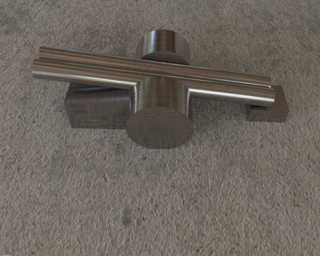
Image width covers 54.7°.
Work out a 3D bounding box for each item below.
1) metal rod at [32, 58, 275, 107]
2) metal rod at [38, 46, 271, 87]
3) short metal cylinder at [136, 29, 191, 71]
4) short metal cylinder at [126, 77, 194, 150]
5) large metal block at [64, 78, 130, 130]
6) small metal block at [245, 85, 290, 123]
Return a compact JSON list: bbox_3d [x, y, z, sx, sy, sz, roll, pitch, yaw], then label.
[{"bbox_3d":[-0.004,-0.057,0.394,0.302,0.025,0.025,6,50,-5],"label":"metal rod"},{"bbox_3d":[-0.003,-0.076,0.410,0.302,0.025,0.025,6,50,-5],"label":"metal rod"},{"bbox_3d":[0.004,-0.093,0.448,0.080,0.080,0.050,1,50,1],"label":"short metal cylinder"},{"bbox_3d":[0.000,-0.017,0.383,0.080,0.080,0.050,1,50,1],"label":"short metal cylinder"},{"bbox_3d":[-0.077,-0.044,0.426,0.080,0.050,0.080,2,50,1],"label":"large metal block"},{"bbox_3d":[0.147,-0.035,0.435,0.050,0.025,0.050,2,50,2],"label":"small metal block"}]
